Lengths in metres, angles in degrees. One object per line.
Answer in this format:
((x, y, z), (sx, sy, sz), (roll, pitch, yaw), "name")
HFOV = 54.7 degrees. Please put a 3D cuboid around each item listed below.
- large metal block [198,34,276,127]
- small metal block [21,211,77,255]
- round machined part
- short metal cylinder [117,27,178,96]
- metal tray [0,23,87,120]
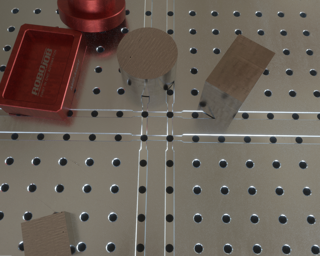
((0.096, -0.059, 0.405), (0.050, 0.080, 0.080), (33, 73, 11), "large metal block")
((-0.130, 0.130, 0.363), (0.050, 0.025, 0.050), (-15, 71, -6), "small metal block")
((-0.100, -0.187, 0.455), (0.099, 0.042, 0.098), (3, 51, -4), "round machined part")
((-0.017, -0.091, 0.432), (0.081, 0.050, 0.080), (0, 70, 0), "short metal cylinder")
((-0.164, -0.081, 0.437), (0.091, 0.030, 0.130), (8, 70, 2), "metal tray")
